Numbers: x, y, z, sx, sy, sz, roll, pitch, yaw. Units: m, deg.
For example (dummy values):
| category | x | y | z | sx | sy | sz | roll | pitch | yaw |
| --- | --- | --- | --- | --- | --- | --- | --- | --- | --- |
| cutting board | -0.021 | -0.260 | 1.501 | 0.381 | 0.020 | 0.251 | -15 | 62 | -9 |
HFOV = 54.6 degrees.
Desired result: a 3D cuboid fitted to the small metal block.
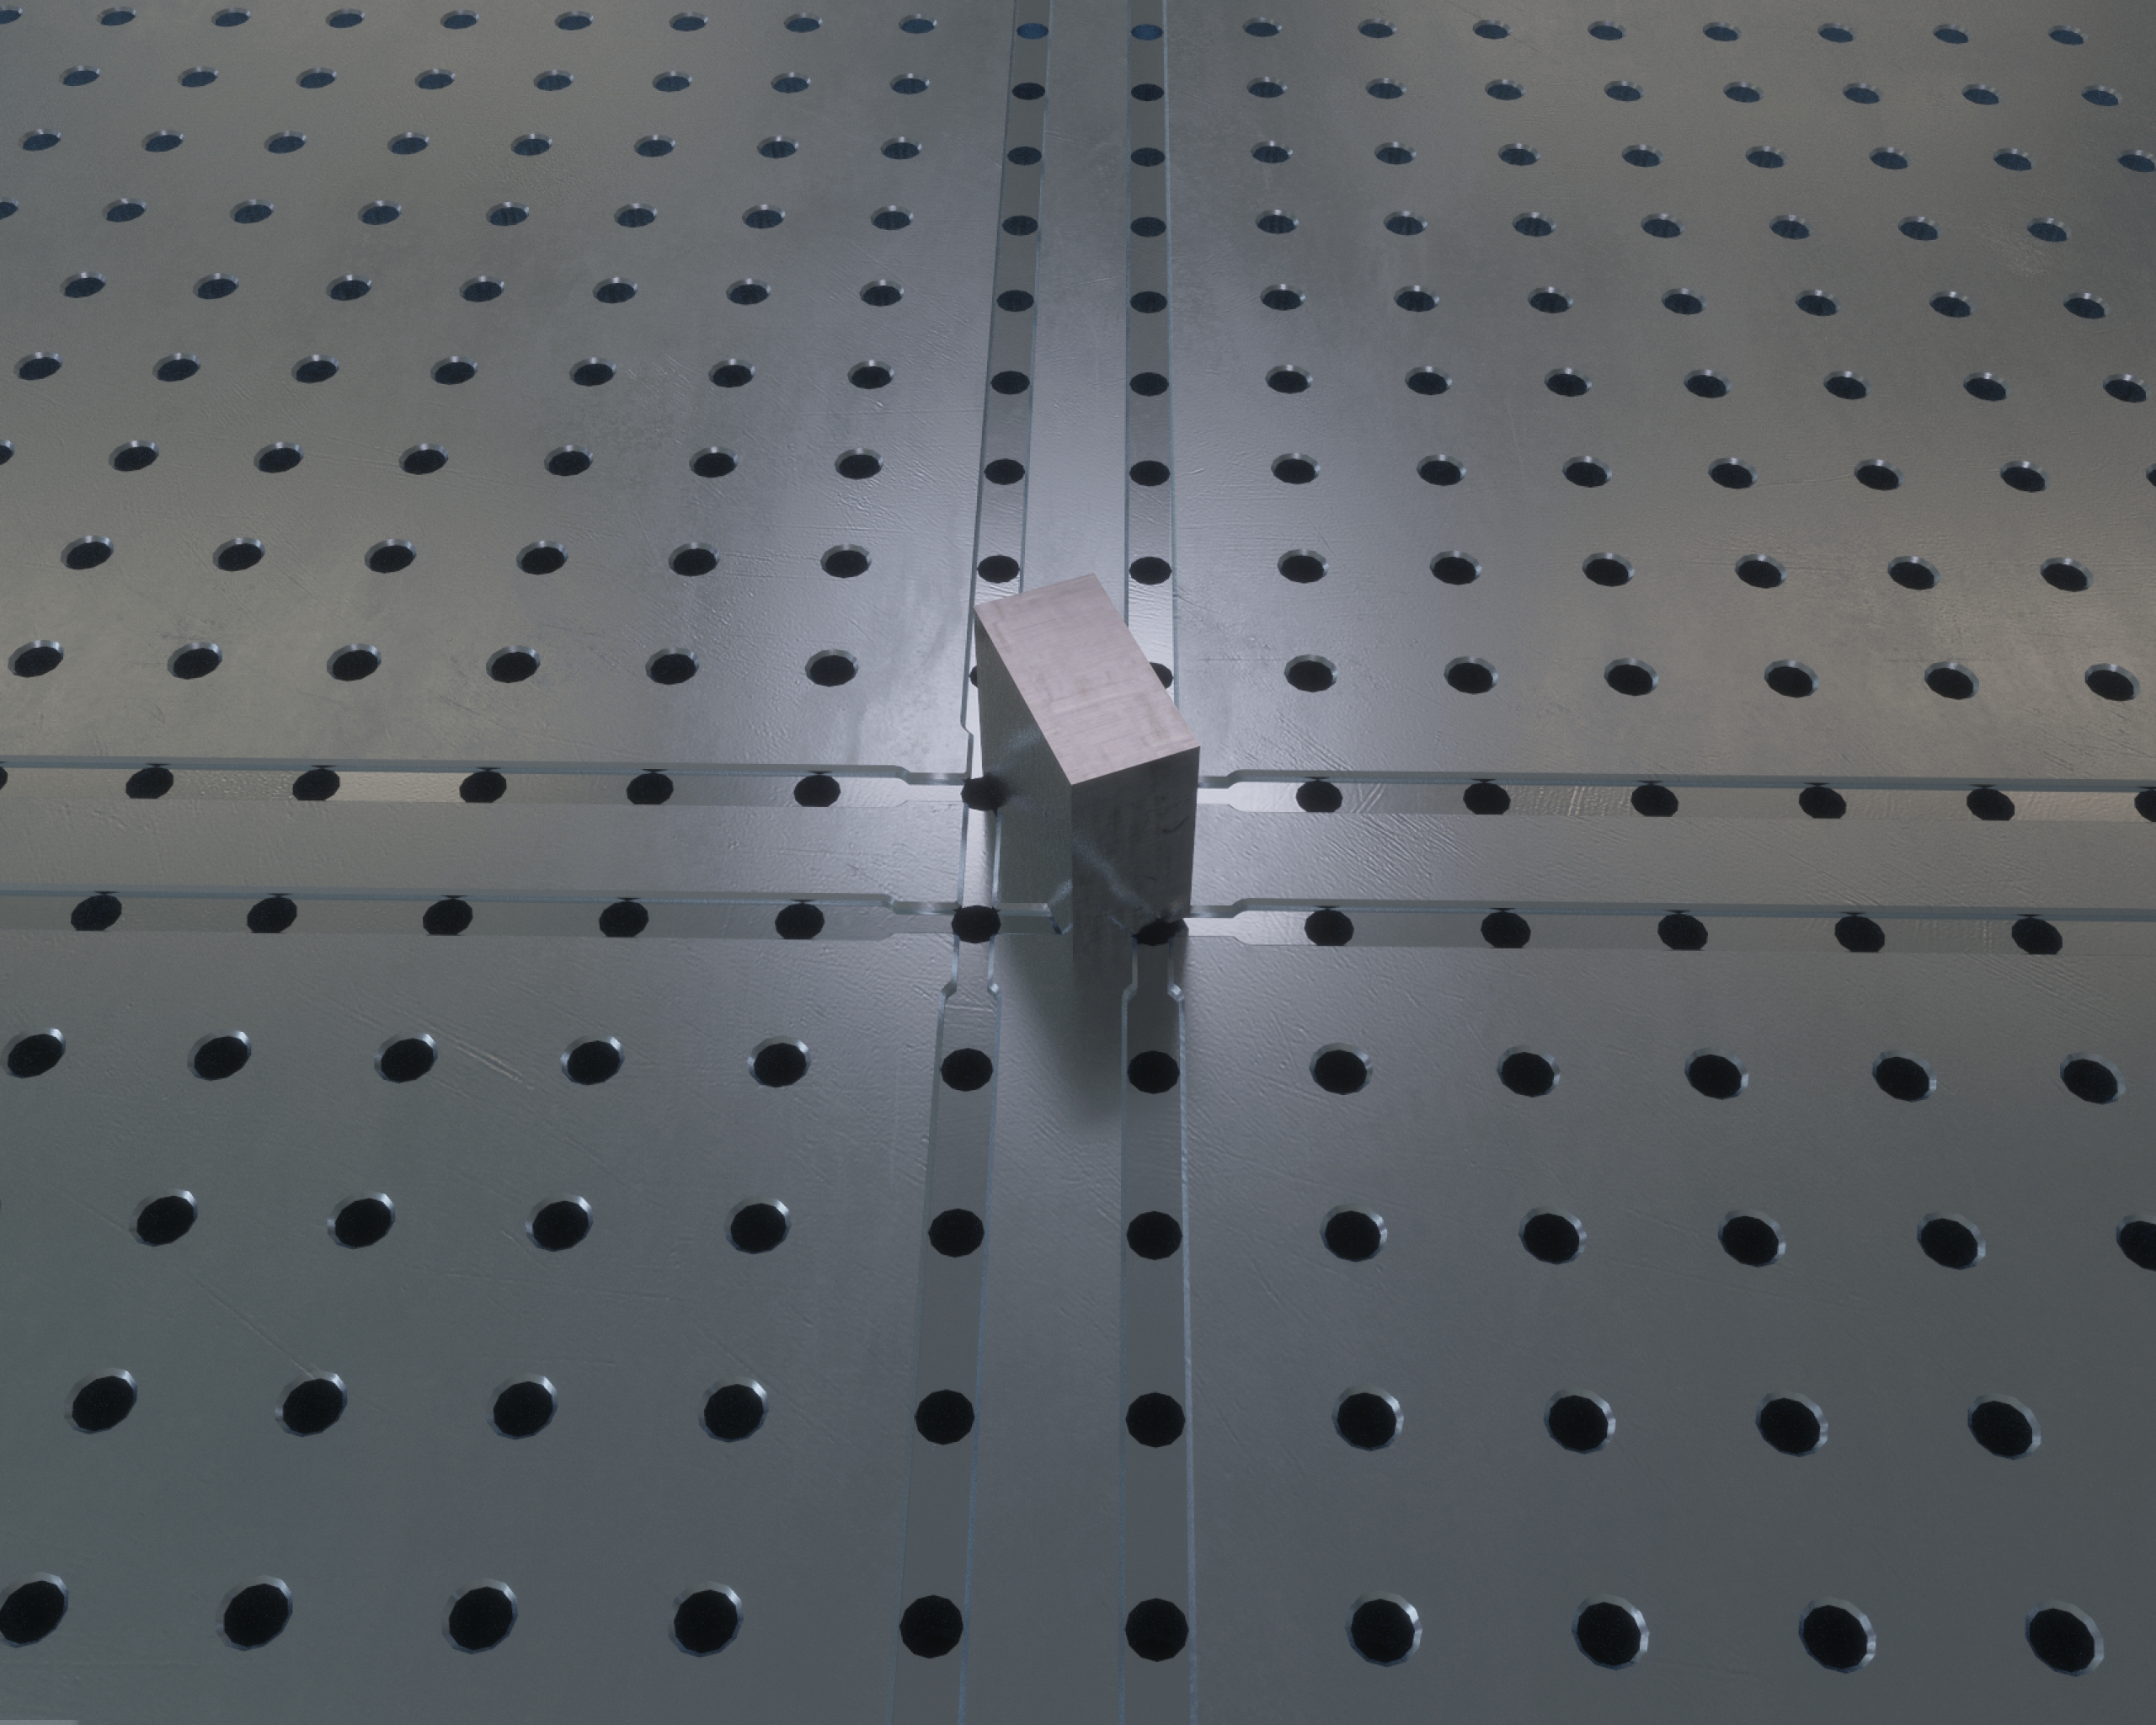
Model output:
| category | x | y | z | sx | sy | sz | roll | pitch | yaw |
| --- | --- | --- | --- | --- | --- | --- | --- | --- | --- |
| small metal block | 0.001 | -0.019 | 0.408 | 0.025 | 0.050 | 0.050 | -18 | 52 | -14 |
